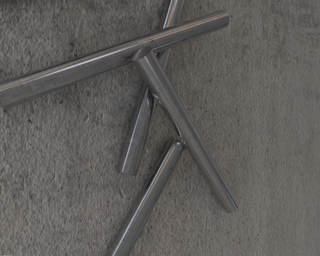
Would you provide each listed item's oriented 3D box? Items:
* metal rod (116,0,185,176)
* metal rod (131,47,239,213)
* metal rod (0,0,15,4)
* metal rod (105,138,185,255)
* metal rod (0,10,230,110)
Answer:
[{"bbox_3d":[-0.002,-0.086,0.402,0.025,0.025,0.299,25,75,-37],"label":"metal rod"},{"bbox_3d":[0.047,0.024,0.417,0.025,0.025,0.299,-53,129,-27],"label":"metal rod"},{"bbox_3d":[-0.051,-0.198,0.361,0.302,0.025,0.025,-37,113,-34],"label":"metal rod"},{"bbox_3d":[-0.045,0.142,0.366,0.025,0.025,0.300,44,64,-31],"label":"metal rod"},{"bbox_3d":[-0.030,-0.089,0.355,0.302,0.025,0.025,-28,108,-29],"label":"metal rod"}]
